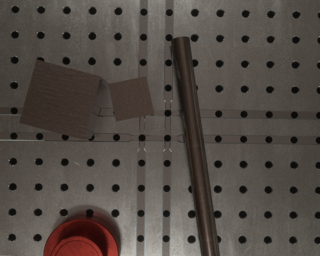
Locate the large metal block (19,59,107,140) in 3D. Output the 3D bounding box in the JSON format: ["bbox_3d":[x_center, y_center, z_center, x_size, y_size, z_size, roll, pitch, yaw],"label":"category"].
[{"bbox_3d":[-0.121,-0.034,0.399,0.080,0.050,0.080,15,90,-1],"label":"large metal block"}]

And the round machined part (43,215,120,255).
[{"bbox_3d":[-0.103,0.167,0.404,0.099,0.042,0.097,0,90,-1],"label":"round machined part"}]

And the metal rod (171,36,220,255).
[{"bbox_3d":[0.048,0.029,0.414,0.025,0.025,0.298,-8,90,0],"label":"metal rod"}]

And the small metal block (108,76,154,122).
[{"bbox_3d":[-0.037,-0.038,0.413,0.050,0.025,0.050,-12,90,-1],"label":"small metal block"}]
